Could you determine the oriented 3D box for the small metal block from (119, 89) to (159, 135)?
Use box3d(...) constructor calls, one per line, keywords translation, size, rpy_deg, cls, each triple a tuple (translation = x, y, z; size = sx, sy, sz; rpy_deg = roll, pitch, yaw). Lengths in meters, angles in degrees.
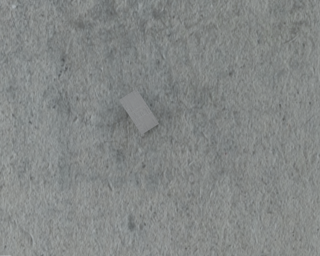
box3d(translation=(-0.025, -0.020, 0.397), size=(0.025, 0.050, 0.050), rpy_deg=(-33, 90, 0), cls="small metal block")
